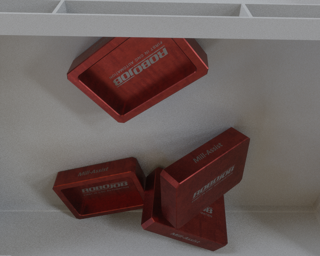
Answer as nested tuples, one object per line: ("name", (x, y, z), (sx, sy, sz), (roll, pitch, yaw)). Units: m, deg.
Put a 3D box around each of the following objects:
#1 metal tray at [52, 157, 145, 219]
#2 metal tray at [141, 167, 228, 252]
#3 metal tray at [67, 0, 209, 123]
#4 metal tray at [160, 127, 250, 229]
("metal tray", (-0.087, 0.097, 0.487), (0.131, 0.030, 0.090), (-12, 129, 10))
("metal tray", (0.039, 0.123, 0.469), (0.131, 0.090, 0.030), (25, 134, -20))
("metal tray", (-0.025, -0.067, 0.341), (0.130, 0.030, 0.090), (-29, 125, 27))
("metal tray", (0.061, 0.065, 0.412), (0.131, 0.030, 0.089), (-28, 136, -28))
